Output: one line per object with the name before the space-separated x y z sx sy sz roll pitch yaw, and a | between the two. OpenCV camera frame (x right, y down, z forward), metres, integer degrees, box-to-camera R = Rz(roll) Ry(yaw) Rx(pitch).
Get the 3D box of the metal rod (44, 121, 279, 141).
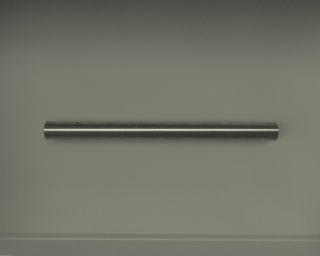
metal rod | 0.002 0.004 0.411 0.302 0.025 0.025 0 110 -1
